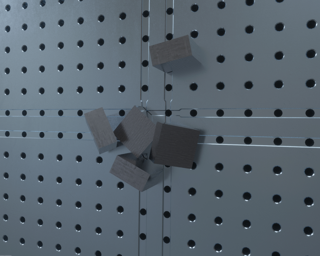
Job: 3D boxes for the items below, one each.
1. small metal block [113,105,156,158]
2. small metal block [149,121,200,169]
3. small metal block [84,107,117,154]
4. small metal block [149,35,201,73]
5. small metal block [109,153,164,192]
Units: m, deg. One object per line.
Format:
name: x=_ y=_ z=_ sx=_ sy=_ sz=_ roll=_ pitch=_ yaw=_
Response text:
small metal block: x=-0.027 y=0.005 z=0.421 sx=0.050 sy=0.025 sz=0.050 roll=43 pitch=103 yaw=14
small metal block: x=0.018 y=0.021 z=0.392 sx=0.050 sy=0.025 sz=0.050 roll=11 pitch=95 yaw=-18
small metal block: x=-0.081 y=0.005 z=0.424 sx=0.025 sy=0.050 sz=0.050 roll=-23 pitch=82 yaw=-14
small metal block: x=0.020 y=-0.092 z=0.391 sx=0.050 sy=0.050 sz=0.025 roll=-12 pitch=86 yaw=19
small metal block: x=-0.030 y=0.056 z=0.409 sx=0.050 sy=0.050 sz=0.025 roll=28 pitch=99 yaw=17
